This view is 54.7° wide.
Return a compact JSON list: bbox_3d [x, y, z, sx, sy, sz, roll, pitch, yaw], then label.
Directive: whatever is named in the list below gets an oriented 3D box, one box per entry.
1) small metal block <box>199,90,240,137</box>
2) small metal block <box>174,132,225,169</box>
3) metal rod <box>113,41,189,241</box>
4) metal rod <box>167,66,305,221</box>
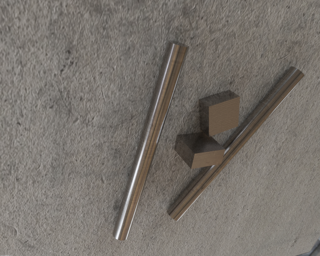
[{"bbox_3d":[0.085,-0.021,0.442,0.050,0.025,0.050,-19,126,-18],"label":"small metal block"},{"bbox_3d":[0.056,0.030,0.442,0.050,0.050,0.025,-6,121,-26],"label":"small metal block"},{"bbox_3d":[-0.019,0.033,0.418,0.025,0.025,0.298,3,117,-30],"label":"metal rod"},{"bbox_3d":[0.115,0.029,0.489,0.025,0.025,0.299,33,99,-39],"label":"metal rod"}]
